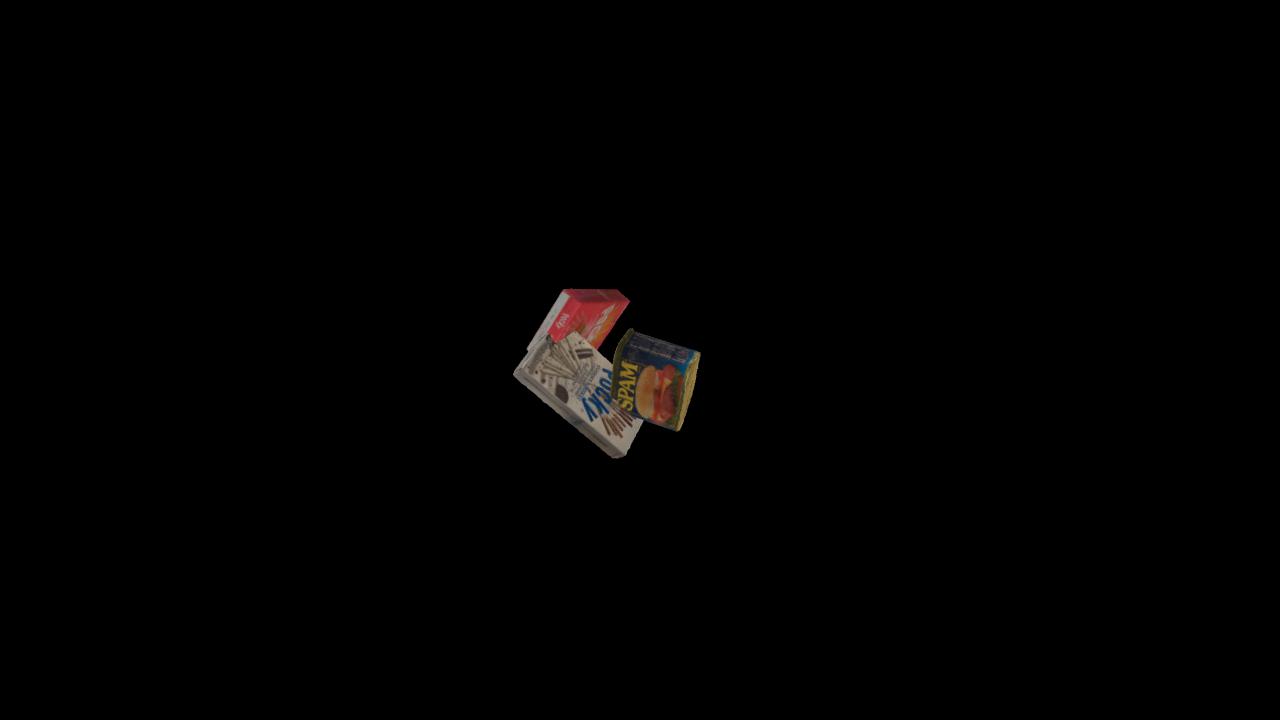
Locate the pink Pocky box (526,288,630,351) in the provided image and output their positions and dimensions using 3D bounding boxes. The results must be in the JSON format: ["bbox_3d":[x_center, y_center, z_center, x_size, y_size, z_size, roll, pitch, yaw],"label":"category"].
[{"bbox_3d":[-0.069,-0.044,0.736,0.029,0.084,0.155,39,17,12],"label":"pink Pocky box"}]

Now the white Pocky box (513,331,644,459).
[{"bbox_3d":[-0.060,0.033,0.691,0.154,0.084,0.028,43,-37,-18],"label":"white Pocky box"}]

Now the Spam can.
[{"bbox_3d":[0.016,0.024,0.693,0.085,0.101,0.058,18,40,12],"label":"Spam can"}]
